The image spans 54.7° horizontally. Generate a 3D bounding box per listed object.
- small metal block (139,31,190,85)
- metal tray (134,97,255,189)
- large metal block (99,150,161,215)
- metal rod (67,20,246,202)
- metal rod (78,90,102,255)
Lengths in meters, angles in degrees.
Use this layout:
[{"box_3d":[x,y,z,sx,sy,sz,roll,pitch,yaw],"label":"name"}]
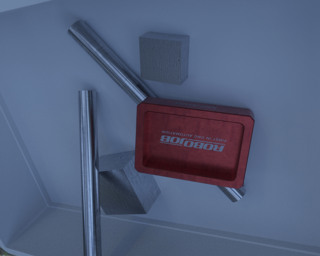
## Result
[{"box_3d":[0.005,-0.080,0.355,0.050,0.025,0.050,13,124,21],"label":"small metal block"},{"box_3d":[0.038,0.016,0.367,0.131,0.030,0.089,8,110,11],"label":"metal tray"},{"box_3d":[-0.057,0.084,0.473,0.080,0.050,0.080,-12,113,32],"label":"large metal block"},{"box_3d":[-0.001,-0.018,0.396,0.300,0.025,0.025,46,129,-4],"label":"metal rod"},{"box_3d":[-0.097,0.098,0.434,0.025,0.025,0.298,-1,91,28],"label":"metal rod"}]
